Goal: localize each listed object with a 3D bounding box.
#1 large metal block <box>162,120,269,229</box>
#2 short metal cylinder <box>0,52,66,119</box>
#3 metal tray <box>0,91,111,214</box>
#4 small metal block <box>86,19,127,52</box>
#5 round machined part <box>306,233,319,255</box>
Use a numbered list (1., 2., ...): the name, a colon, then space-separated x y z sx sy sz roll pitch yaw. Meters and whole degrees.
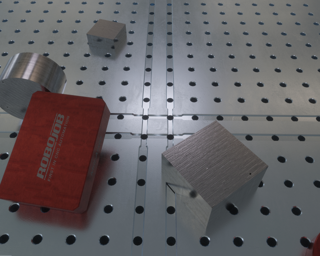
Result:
1. large metal block: 0.058 0.050 0.350 0.081 0.050 0.080 -30 56 -23
2. short metal cylinder: -0.172 -0.054 0.416 0.080 0.080 0.050 1 50 1
3. metal tray: -0.117 0.025 0.357 0.090 0.030 0.130 8 69 6
4. small metal block: -0.093 -0.163 0.544 0.050 0.025 0.050 15 52 12
5. round machined part: 0.193 0.132 0.286 0.099 0.042 0.098 0 50 0
